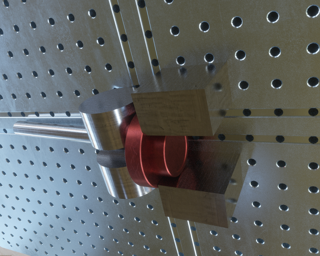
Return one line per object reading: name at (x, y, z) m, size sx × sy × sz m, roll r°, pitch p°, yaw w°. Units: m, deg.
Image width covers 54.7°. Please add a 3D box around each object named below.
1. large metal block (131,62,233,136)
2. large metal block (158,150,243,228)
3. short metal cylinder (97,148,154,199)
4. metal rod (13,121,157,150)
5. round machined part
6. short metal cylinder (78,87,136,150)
large metal block at (0.028, -0.033, 0.342) m, size 0.080 × 0.080 × 0.050 m, roll 0°, pitch 118°, yaw 28°
large metal block at (0.055, 0.072, 0.392) m, size 0.080 × 0.080 × 0.050 m, roll 3°, pitch 120°, yaw 27°
short metal cylinder at (-0.041, 0.052, 0.429) m, size 0.080 × 0.080 × 0.050 m, roll 2°, pitch 120°, yaw 27°
metal rod at (-0.115, 0.010, 0.463) m, size 0.300 × 0.025 × 0.025 m, roll 4°, pitch 121°, yaw 30°
round machined part at (0.002, 0.024, 0.377) m, size 0.042 × 0.098 × 0.097 m, roll 1°, pitch 119°, yaw 28°
short metal cylinder at (-0.057, -0.014, 0.397) m, size 0.080 × 0.080 × 0.050 m, roll 1°, pitch 119°, yaw 28°
